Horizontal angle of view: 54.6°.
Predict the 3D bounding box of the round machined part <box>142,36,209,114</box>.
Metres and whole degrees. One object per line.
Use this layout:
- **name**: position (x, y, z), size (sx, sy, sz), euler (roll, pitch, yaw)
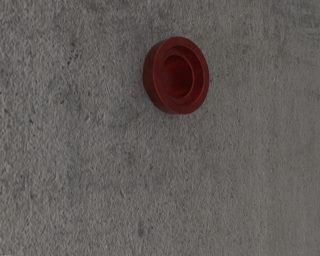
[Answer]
- **round machined part**: position (0.016, -0.066, 0.406), size (0.099, 0.042, 0.097), euler (0, 90, -40)
